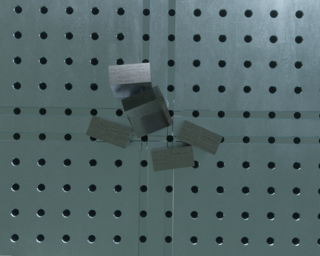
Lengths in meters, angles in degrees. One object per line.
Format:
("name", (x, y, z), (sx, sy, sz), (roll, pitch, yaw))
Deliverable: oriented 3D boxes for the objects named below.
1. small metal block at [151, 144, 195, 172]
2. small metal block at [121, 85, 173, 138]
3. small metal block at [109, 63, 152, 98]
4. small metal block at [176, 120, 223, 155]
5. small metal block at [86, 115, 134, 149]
("small metal block", (0.016, 0.037, 0.401), (0.050, 0.050, 0.025), (-8, 90, 0))
("small metal block", (-0.016, -0.020, 0.399), (0.050, 0.025, 0.050), (-22, 134, 0))
("small metal block", (-0.036, -0.060, 0.398), (0.050, 0.050, 0.025), (-5, 77, 0))
("small metal block", (0.049, 0.012, 0.401), (0.050, 0.050, 0.025), (24, 90, 0))
("small metal block", (-0.062, 0.005, 0.401), (0.050, 0.050, 0.025), (20, 91, 0))
